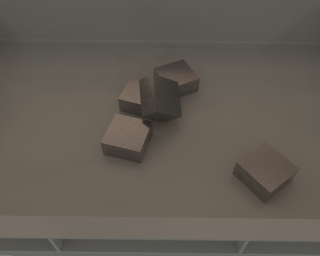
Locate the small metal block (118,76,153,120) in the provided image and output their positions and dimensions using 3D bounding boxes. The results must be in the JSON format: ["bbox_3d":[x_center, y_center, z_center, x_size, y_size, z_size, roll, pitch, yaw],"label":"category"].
[{"bbox_3d":[-0.025,-0.044,0.441,0.050,0.025,0.050,15,51,12],"label":"small metal block"}]

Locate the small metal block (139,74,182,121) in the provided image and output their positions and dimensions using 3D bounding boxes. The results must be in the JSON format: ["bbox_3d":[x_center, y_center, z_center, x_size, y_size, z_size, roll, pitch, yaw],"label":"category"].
[{"bbox_3d":[0.001,-0.039,0.408,0.050,0.025,0.050,8,71,-47],"label":"small metal block"}]

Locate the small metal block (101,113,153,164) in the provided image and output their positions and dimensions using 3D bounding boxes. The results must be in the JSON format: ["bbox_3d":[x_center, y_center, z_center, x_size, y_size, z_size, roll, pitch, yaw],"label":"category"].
[{"bbox_3d":[-0.041,0.013,0.394,0.050,0.025,0.050,12,51,10],"label":"small metal block"}]

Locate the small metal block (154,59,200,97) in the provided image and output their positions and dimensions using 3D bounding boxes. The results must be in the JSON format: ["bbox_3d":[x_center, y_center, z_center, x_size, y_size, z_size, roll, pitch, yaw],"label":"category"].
[{"bbox_3d":[0.024,-0.073,0.466,0.050,0.025,0.050,-20,53,-16],"label":"small metal block"}]

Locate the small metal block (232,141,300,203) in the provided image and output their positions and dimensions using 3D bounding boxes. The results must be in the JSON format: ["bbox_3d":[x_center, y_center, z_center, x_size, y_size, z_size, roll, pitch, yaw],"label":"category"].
[{"bbox_3d":[0.123,0.051,0.363,0.050,0.025,0.050,-30,56,-23],"label":"small metal block"}]
